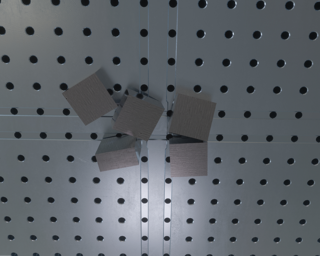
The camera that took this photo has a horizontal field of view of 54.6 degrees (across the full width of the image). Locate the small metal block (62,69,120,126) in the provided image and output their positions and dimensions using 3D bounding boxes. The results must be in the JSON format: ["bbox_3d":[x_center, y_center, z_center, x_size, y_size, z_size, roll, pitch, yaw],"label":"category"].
[{"bbox_3d":[-0.087,-0.039,0.398,0.050,0.025,0.050,-30,107,10],"label":"small metal block"}]

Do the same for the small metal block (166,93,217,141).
[{"bbox_3d":[0.040,-0.013,0.400,0.050,0.025,0.050,14,87,-5],"label":"small metal block"}]

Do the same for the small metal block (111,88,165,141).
[{"bbox_3d":[-0.029,-0.017,0.402,0.050,0.025,0.050,21,109,-21],"label":"small metal block"}]

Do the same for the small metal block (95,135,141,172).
[{"bbox_3d":[-0.054,0.031,0.411,0.050,0.050,0.025,-11,110,4],"label":"small metal block"}]

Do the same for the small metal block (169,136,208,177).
[{"bbox_3d":[0.039,0.039,0.428,0.050,0.025,0.050,-3,110,1],"label":"small metal block"}]
